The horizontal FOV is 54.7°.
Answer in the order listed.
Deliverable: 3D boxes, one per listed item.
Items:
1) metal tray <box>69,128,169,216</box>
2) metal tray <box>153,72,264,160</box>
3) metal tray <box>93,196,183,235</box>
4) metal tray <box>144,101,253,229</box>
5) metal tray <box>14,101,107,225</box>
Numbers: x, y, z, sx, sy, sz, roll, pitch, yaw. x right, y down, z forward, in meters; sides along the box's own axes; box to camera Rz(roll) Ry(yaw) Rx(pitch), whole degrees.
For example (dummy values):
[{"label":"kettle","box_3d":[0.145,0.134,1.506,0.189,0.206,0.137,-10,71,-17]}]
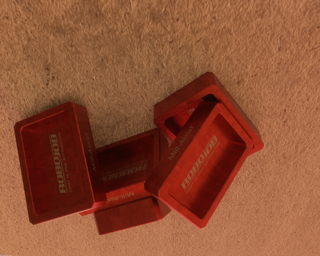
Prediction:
[{"label":"metal tray","box_3d":[-0.053,0.057,0.414,0.130,0.090,0.030,-19,128,15]},{"label":"metal tray","box_3d":[0.065,-0.001,0.406,0.090,0.030,0.130,-31,124,23]},{"label":"metal tray","box_3d":[-0.024,0.112,0.447,0.090,0.030,0.130,-19,173,15]},{"label":"metal tray","box_3d":[0.051,0.043,0.373,0.090,0.030,0.130,45,72,-31]},{"label":"metal tray","box_3d":[-0.124,0.043,0.381,0.090,0.129,0.030,-19,166,15]}]
